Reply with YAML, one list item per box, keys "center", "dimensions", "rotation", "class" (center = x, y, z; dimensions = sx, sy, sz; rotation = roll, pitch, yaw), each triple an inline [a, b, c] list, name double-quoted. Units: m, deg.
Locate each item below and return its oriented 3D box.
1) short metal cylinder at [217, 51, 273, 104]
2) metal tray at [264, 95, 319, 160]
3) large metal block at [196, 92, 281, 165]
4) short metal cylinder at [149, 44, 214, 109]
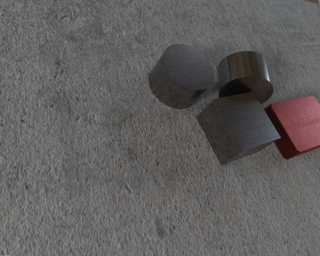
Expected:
- center: [0.131, -0.073, 0.484]
  dimensions: [0.081, 0.080, 0.050]
  rotation: [15, 56, -20]
  class: "short metal cylinder"
- center: [0.242, -0.004, 0.533]
  dimensions: [0.131, 0.030, 0.090]
  rotation: [-12, 68, -33]
  class: "metal tray"
- center: [0.112, -0.001, 0.449]
  dimensions: [0.081, 0.050, 0.080]
  rotation: [-13, 69, -34]
  class: "large metal block"
- center: [0.030, -0.074, 0.449]
  dimensions: [0.081, 0.050, 0.080]
  rotation: [14, 56, -21]
  class: "short metal cylinder"
